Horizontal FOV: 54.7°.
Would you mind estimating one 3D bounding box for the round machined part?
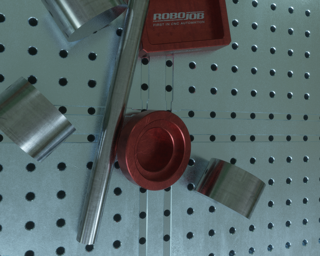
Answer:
[{"bbox_3d":[-0.011,0.026,0.390,0.099,0.042,0.097,-4,96,-37],"label":"round machined part"}]

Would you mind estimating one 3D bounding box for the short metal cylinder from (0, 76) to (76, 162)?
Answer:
[{"bbox_3d":[-0.138,-0.009,0.333,0.050,0.080,0.080,-46,105,-14],"label":"short metal cylinder"}]

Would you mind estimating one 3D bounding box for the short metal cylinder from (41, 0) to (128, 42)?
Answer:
[{"bbox_3d":[-0.085,-0.141,0.352,0.080,0.080,0.050,-35,102,-17],"label":"short metal cylinder"}]

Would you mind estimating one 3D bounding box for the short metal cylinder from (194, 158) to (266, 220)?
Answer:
[{"bbox_3d":[0.094,0.082,0.418,0.080,0.080,0.050,32,80,-17],"label":"short metal cylinder"}]

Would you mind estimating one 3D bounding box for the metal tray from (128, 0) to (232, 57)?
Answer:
[{"bbox_3d":[0.028,-0.149,0.419,0.131,0.030,0.089,-11,94,-20],"label":"metal tray"}]

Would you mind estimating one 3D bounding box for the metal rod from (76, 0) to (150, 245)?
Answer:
[{"bbox_3d":[-0.057,-0.008,0.374,0.025,0.025,0.298,12,92,-20],"label":"metal rod"}]
